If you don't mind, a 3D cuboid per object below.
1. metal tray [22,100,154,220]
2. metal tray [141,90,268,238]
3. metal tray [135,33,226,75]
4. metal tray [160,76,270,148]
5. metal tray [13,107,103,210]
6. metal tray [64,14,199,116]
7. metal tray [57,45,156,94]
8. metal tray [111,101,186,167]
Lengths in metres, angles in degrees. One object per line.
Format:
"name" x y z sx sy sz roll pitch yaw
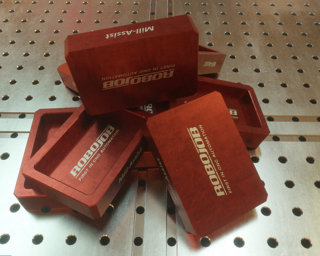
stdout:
"metal tray" -0.072 0.024 0.345 0.090 0.030 0.130 21 53 17
"metal tray" 0.047 0.036 0.331 0.091 0.030 0.130 -23 87 -18
"metal tray" 0.033 -0.109 0.452 0.090 0.030 0.131 27 22 21
"metal tray" 0.068 -0.025 0.402 0.131 0.030 0.090 8 48 -16
"metal tray" -0.114 0.031 0.378 0.091 0.030 0.130 -3 49 -3
"metal tray" -0.026 -0.065 0.336 0.131 0.090 0.030 -12 51 -4
"metal tray" -0.077 -0.080 0.450 0.090 0.030 0.130 -38 44 -27
"metal tray" -0.017 -0.010 0.412 0.091 0.030 0.130 -2 48 -4
